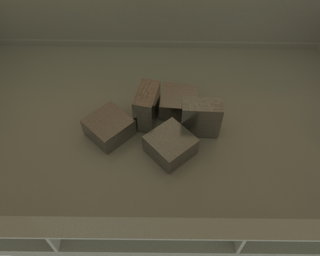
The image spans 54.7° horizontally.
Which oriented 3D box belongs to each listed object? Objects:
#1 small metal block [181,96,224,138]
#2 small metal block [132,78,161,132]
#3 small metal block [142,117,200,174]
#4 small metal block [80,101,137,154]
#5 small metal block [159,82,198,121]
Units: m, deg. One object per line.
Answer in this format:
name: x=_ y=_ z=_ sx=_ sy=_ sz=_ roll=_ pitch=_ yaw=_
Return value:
small metal block: x=0.052 y=-0.013 z=0.398 sx=0.050 sy=0.050 sz=0.025 roll=2 pitch=50 yaw=1
small metal block: x=-0.017 y=-0.029 z=0.410 sx=0.025 sy=0.050 sz=0.050 roll=10 pitch=51 yaw=8
small metal block: x=0.013 y=0.021 z=0.385 sx=0.050 sy=0.025 sz=0.050 roll=-33 pitch=58 yaw=-25
small metal block: x=-0.067 y=-0.002 z=0.403 sx=0.050 sy=0.025 sz=0.050 roll=38 pitch=59 yaw=27
small metal block: x=0.026 y=-0.037 z=0.434 sx=0.050 sy=0.025 sz=0.050 roll=5 pitch=50 yaw=4
